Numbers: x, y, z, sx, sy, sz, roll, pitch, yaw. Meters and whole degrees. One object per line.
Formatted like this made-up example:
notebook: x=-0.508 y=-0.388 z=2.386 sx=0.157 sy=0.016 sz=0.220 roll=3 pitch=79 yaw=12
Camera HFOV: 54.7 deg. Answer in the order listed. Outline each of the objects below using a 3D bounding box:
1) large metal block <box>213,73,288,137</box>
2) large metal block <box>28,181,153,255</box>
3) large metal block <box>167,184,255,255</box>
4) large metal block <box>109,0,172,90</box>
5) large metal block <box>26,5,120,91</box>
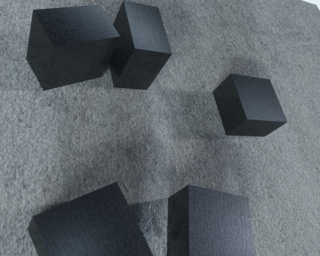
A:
large metal block: x=0.139 y=-0.034 z=0.486 sx=0.081 sy=0.050 sz=0.080 roll=3 pitch=61 yaw=-27
large metal block: x=-0.065 y=0.108 z=0.288 sx=0.081 sy=0.050 sz=0.080 roll=-18 pitch=72 yaw=-35
large metal block: x=0.055 y=0.117 z=0.348 sx=0.081 sy=0.050 sz=0.080 roll=16 pitch=55 yaw=-20
large metal block: x=-0.033 y=-0.109 z=0.419 sx=0.050 sy=0.080 sz=0.080 roll=1 pitch=62 yaw=-28
large metal block: x=-0.106 y=-0.096 z=0.371 sx=0.081 sy=0.080 sz=0.050 roll=-22 pitch=74 yaw=-36
